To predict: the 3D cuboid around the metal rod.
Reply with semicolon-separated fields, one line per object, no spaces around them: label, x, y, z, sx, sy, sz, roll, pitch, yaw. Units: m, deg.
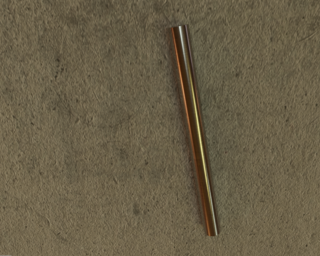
metal rod;0.050;0.017;0.416;0.025;0.025;0.298;-10;110;4
